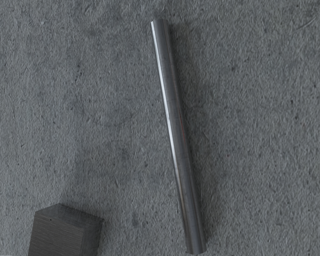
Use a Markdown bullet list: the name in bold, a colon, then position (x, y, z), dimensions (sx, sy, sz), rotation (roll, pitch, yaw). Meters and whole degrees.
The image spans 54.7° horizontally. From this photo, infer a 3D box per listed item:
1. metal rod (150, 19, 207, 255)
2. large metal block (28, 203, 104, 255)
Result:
- **metal rod**: position (0.023, 0.008, 0.400), dimensions (0.025, 0.025, 0.298), rotation (-10, 87, 19)
- **large metal block**: position (-0.135, 0.163, 0.443), dimensions (0.080, 0.050, 0.079), rotation (12, 94, 19)
